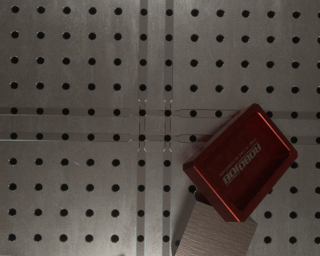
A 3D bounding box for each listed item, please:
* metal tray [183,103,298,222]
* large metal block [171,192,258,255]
[{"bbox_3d":[0.103,0.040,0.385,0.131,0.030,0.090,-39,90,-26],"label":"metal tray"},{"bbox_3d":[0.067,0.140,0.402,0.080,0.050,0.080,21,90,-1],"label":"large metal block"}]
